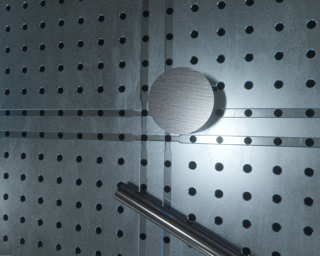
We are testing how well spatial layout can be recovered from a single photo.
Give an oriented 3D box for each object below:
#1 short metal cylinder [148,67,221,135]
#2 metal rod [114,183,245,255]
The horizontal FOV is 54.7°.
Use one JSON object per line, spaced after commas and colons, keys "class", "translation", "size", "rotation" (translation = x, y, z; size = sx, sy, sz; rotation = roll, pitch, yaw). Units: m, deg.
{"class": "short metal cylinder", "translation": [0.032, -0.032, 0.387], "size": [0.080, 0.050, 0.079], "rotation": [0, 90, 19]}
{"class": "metal rod", "translation": [0.071, 0.154, 0.386], "size": [0.301, 0.025, 0.025], "rotation": [28, 99, 17]}
